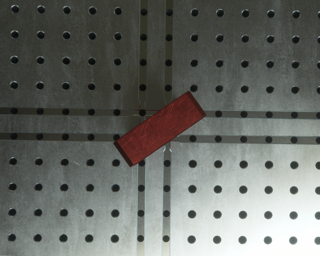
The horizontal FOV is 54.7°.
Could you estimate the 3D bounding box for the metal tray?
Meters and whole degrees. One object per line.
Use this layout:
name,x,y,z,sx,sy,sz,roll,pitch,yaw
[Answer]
metal tray,0.000,0.001,0.361,0.090,0.130,0.030,-35,90,0
